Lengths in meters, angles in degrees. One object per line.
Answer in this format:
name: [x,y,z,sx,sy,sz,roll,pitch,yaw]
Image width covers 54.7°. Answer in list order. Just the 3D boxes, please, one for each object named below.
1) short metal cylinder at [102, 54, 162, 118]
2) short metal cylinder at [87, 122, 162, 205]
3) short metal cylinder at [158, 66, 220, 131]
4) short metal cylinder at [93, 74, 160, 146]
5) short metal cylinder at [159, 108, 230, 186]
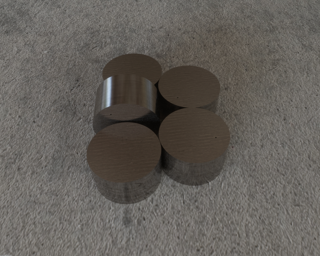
short metal cylinder: [-0.037,-0.061,0.439,0.080,0.050,0.080,0,50,1]
short metal cylinder: [-0.038,0.040,0.354,0.080,0.050,0.080,0,50,1]
short metal cylinder: [0.038,-0.040,0.421,0.080,0.050,0.080,0,51,0]
short metal cylinder: [-0.041,-0.021,0.386,0.081,0.080,0.050,-2,50,-2]
short metal cylinder: [0.039,0.022,0.369,0.080,0.050,0.080,0,51,1]
